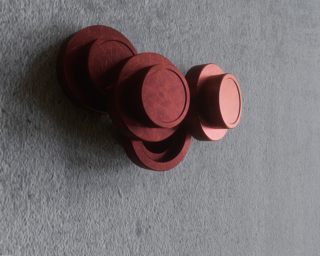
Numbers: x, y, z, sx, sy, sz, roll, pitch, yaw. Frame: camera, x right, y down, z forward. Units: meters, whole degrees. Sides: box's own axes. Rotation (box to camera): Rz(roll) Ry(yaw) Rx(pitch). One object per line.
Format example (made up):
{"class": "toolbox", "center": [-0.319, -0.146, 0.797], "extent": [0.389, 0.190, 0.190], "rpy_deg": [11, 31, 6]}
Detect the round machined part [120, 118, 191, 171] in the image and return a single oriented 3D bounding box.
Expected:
{"class": "round machined part", "center": [-0.009, 0.004, 0.389], "extent": [0.099, 0.042, 0.097], "rpy_deg": [0, 90, -40]}

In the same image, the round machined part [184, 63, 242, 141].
{"class": "round machined part", "center": [0.070, -0.032, 0.388], "extent": [0.099, 0.042, 0.097], "rpy_deg": [3, 87, -53]}

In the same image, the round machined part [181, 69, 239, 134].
{"class": "round machined part", "center": [0.081, -0.040, 0.465], "extent": [0.099, 0.042, 0.097], "rpy_deg": [0, 90, -40]}

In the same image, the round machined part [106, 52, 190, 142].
{"class": "round machined part", "center": [-0.006, -0.034, 0.337], "extent": [0.099, 0.042, 0.097], "rpy_deg": [0, 90, -40]}

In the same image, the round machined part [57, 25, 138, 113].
{"class": "round machined part", "center": [-0.059, -0.066, 0.346], "extent": [0.099, 0.042, 0.097], "rpy_deg": [0, 90, -40]}
